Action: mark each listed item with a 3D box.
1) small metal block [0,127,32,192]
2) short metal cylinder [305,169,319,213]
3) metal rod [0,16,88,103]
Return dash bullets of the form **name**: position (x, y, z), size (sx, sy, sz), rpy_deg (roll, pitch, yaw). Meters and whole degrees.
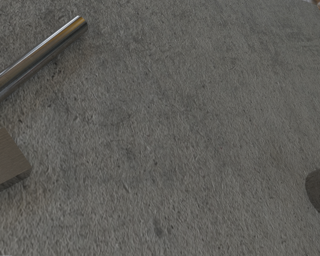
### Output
- **small metal block**: position (-0.161, 0.035, 0.296), size (0.050, 0.025, 0.050), rpy_deg (-31, 79, -38)
- **short metal cylinder**: position (0.277, 0.096, 0.482), size (0.081, 0.050, 0.080), rpy_deg (14, 56, -21)
- **metal rod**: position (-0.173, -0.046, 0.338), size (0.025, 0.025, 0.301), rpy_deg (36, 51, -5)
